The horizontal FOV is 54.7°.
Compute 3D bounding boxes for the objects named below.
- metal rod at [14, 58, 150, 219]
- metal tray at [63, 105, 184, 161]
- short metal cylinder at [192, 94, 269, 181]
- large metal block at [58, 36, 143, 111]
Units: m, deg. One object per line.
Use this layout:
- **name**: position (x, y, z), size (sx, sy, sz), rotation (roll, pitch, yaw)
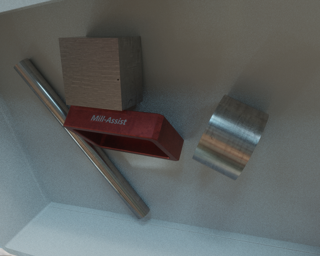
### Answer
- **metal rod**: position (-0.115, 0.023, 0.481), size (0.025, 0.025, 0.299), rotation (-29, 103, 37)
- **metal tray**: position (-0.044, 0.007, 0.399), size (0.130, 0.030, 0.090), rotation (7, 161, 24)
- **short metal cylinder**: position (0.076, 0.010, 0.338), size (0.050, 0.080, 0.079), rotation (27, 128, 11)
- **large metal block**: position (-0.069, -0.069, 0.375), size (0.080, 0.050, 0.079), rotation (7, 110, 24)
